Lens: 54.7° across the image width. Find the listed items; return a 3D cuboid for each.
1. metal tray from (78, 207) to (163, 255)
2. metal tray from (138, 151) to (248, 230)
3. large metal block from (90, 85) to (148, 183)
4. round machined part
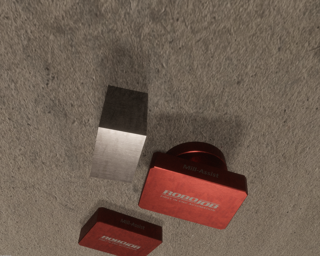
[{"bbox_3d":[-0.072,0.199,0.573,0.131,0.030,0.089,25,126,-20],"label":"metal tray"},{"bbox_3d":[0.043,0.089,0.429,0.131,0.030,0.089,16,129,-2],"label":"metal tray"},{"bbox_3d":[-0.049,0.007,0.377,0.050,0.080,0.079,11,129,-10],"label":"large metal block"},{"bbox_3d":[0.050,0.069,0.456,0.099,0.042,0.097,-1,130,0],"label":"round machined part"}]
